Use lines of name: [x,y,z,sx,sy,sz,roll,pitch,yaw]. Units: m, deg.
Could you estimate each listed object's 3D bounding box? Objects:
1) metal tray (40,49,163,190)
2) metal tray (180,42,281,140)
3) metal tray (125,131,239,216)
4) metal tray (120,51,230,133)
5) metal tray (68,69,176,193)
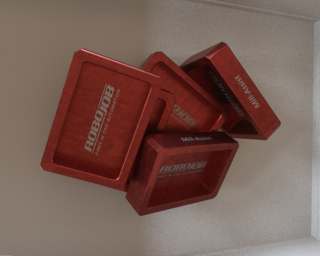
metal tray: [-0.062,-0.008,0.328,0.091,0.030,0.129,18,102,-13]
metal tray: [0.088,-0.043,0.409,0.030,0.090,0.130,-43,104,-15]
metal tray: [0.030,0.052,0.376,0.131,0.030,0.089,-1,119,-39]
metal tray: [0.017,-0.025,0.408,0.130,0.030,0.090,38,86,-17]
metal tray: [-0.047,0.005,0.365,0.091,0.030,0.129,19,101,-14]
